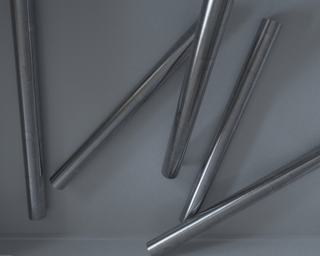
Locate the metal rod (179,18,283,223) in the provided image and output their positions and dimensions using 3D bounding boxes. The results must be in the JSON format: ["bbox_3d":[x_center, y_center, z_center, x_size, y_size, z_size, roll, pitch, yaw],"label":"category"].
[{"bbox_3d":[0.087,0.007,0.415,0.025,0.025,0.298,17,109,-7],"label":"metal rod"}]

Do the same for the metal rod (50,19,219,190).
[{"bbox_3d":[-0.042,-0.025,0.401,0.025,0.025,0.299,41,105,-14],"label":"metal rod"}]

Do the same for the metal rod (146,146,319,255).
[{"bbox_3d":[0.117,0.098,0.431,0.301,0.025,0.025,-30,108,3],"label":"metal rod"}]

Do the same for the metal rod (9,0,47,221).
[{"bbox_3d":[-0.169,-0.010,0.405,0.025,0.025,0.298,4,110,-2],"label":"metal rod"}]

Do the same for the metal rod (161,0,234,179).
[{"bbox_3d":[0.035,-0.039,0.329,0.025,0.025,0.298,8,136,-3],"label":"metal rod"}]
